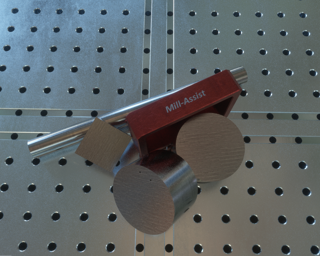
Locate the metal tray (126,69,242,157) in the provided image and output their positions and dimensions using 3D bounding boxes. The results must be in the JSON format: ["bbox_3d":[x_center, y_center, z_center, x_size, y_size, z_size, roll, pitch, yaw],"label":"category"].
[{"bbox_3d":[0.028,-0.014,0.379,0.131,0.090,0.030,-25,72,-9],"label":"metal tray"}]

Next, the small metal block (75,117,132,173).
[{"bbox_3d":[-0.070,0.020,0.386,0.050,0.025,0.050,30,88,-9],"label":"small metal block"}]

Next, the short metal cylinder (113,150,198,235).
[{"bbox_3d":[-0.005,0.070,0.346,0.080,0.080,0.050,45,35,14],"label":"short metal cylinder"}]

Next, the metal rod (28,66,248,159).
[{"bbox_3d":[-0.023,-0.024,0.416,0.302,0.025,0.025,-20,72,-8],"label":"metal rod"}]

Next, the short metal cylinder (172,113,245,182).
[{"bbox_3d":[0.056,0.026,0.380,0.081,0.050,0.080,1,78,-4],"label":"short metal cylinder"}]
